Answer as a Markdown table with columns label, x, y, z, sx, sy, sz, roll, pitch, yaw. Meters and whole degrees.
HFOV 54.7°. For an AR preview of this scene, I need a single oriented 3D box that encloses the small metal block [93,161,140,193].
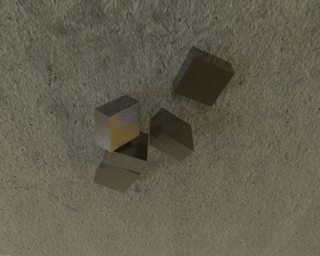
| label | x | y | z | sx | sy | sz | roll | pitch | yaw |
| --- | --- | --- | --- | --- | --- | --- | --- | --- | --- |
| small metal block | -0.064 | 0.066 | 0.463 | 0.050 | 0.025 | 0.050 | 26 | 125 | -21 |

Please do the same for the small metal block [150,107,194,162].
| label | x | y | z | sx | sy | sz | roll | pitch | yaw |
| --- | --- | --- | --- | --- | --- | --- | --- | --- | --- |
| small metal block | 0.015 | 0.008 | 0.398 | 0.050 | 0.050 | 0.025 | 30 | 124 | -23 |

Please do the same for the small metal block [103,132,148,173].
| label | x | y | z | sx | sy | sz | roll | pitch | yaw |
| --- | --- | --- | --- | --- | --- | --- | --- | --- | --- |
| small metal block | -0.045 | 0.026 | 0.412 | 0.050 | 0.050 | 0.025 | 19 | 130 | -16 |

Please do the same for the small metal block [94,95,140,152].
| label | x | y | z | sx | sy | sz | roll | pitch | yaw |
| --- | --- | --- | --- | --- | --- | --- | --- | --- | --- |
| small metal block | -0.051 | -0.006 | 0.379 | 0.025 | 0.050 | 0.050 | 27 | 130 | 30 |

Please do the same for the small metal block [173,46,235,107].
| label | x | y | z | sx | sy | sz | roll | pitch | yaw |
| --- | --- | --- | --- | --- | --- | --- | --- | --- | --- |
| small metal block | 0.049 | -0.058 | 0.358 | 0.050 | 0.025 | 0.050 | 19 | 128 | -16 |
